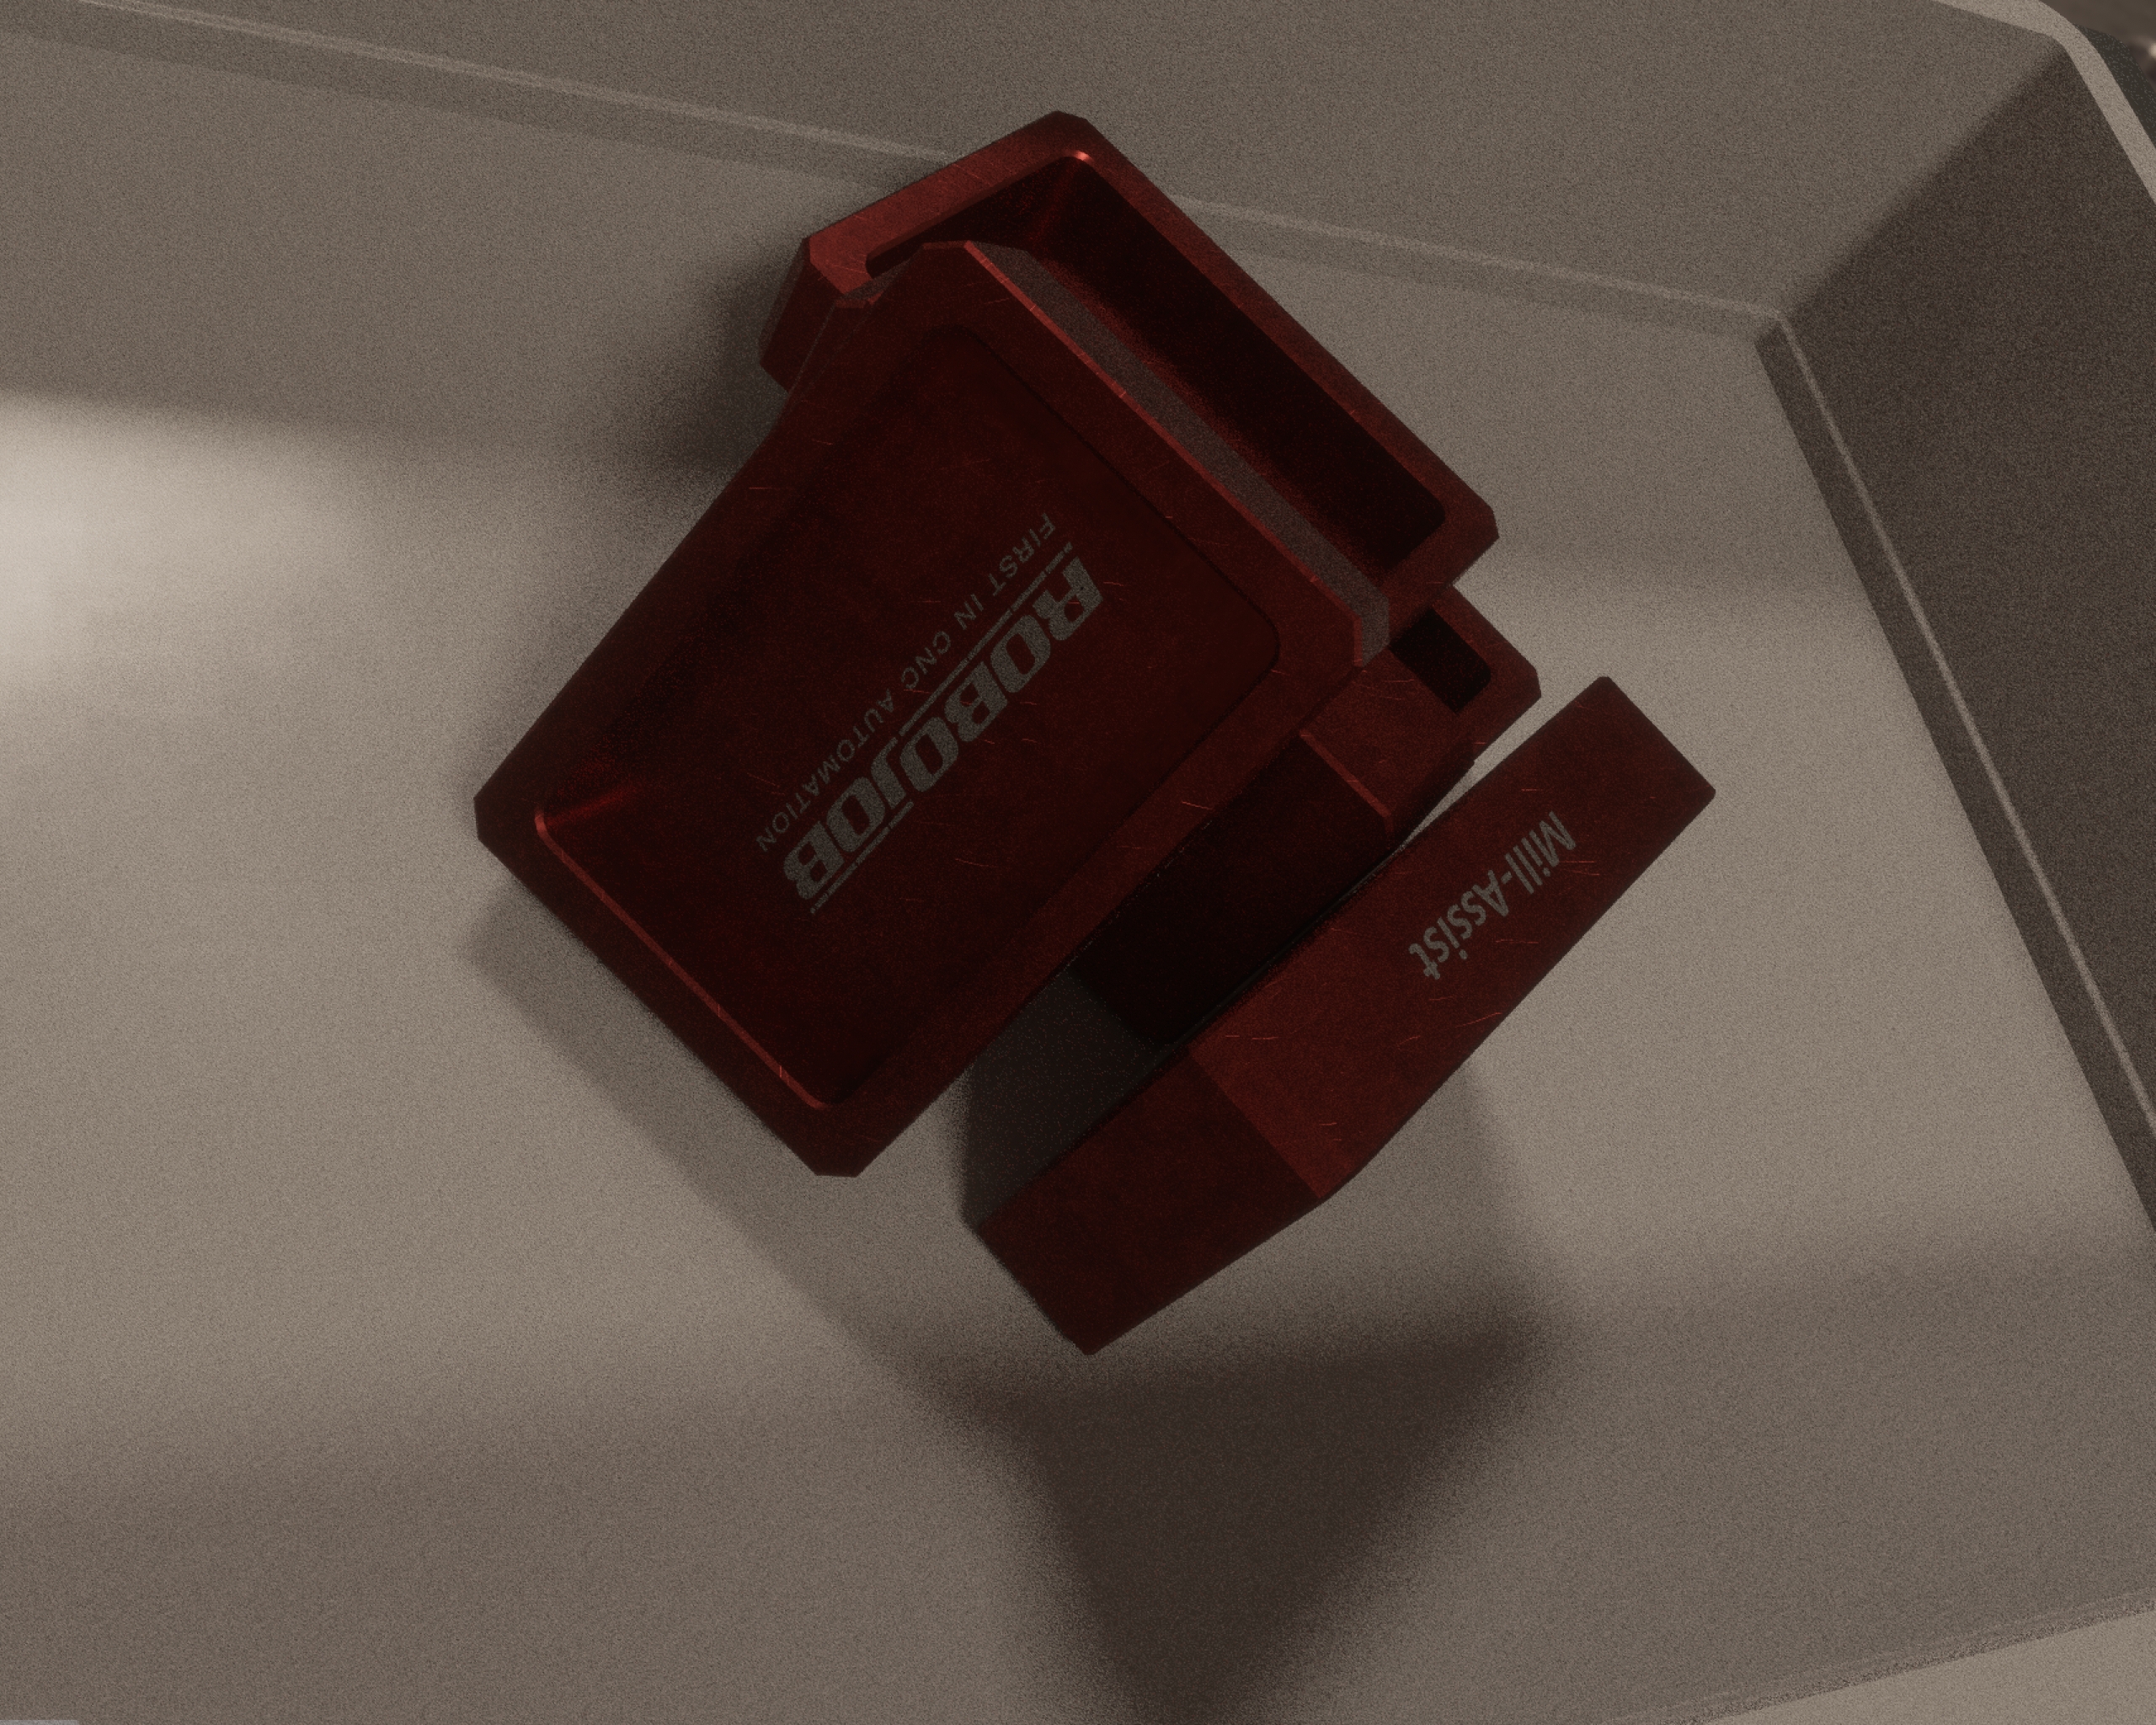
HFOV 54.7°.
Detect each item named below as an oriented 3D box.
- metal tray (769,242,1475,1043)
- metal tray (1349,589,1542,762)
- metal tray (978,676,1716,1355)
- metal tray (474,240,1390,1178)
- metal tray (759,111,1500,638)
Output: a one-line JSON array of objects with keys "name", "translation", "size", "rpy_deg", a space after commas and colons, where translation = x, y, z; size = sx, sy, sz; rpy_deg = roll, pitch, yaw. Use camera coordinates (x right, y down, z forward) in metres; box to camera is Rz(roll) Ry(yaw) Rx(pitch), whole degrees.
[{"name": "metal tray", "translation": [-0.003, -0.037, 0.383], "size": [0.130, 0.090, 0.030], "rpy_deg": [45, 51, 2]}, {"name": "metal tray", "translation": [0.028, -0.057, 0.453], "size": [0.130, 0.030, 0.091], "rpy_deg": [46, 52, 5]}, {"name": "metal tray", "translation": [0.049, 0.026, 0.374], "size": [0.030, 0.090, 0.131], "rpy_deg": [49, 51, 5]}, {"name": "metal tray", "translation": [-0.026, -0.023, 0.339], "size": [0.090, 0.130, 0.030], "rpy_deg": [45, 20, 2]}, {"name": "metal tray", "translation": [0.012, -0.085, 0.422], "size": [0.130, 0.030, 0.090], "rpy_deg": [45, 51, 3]}]
